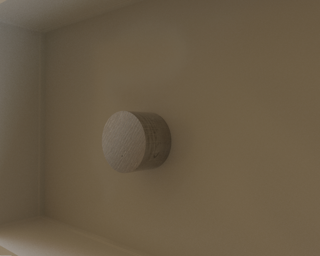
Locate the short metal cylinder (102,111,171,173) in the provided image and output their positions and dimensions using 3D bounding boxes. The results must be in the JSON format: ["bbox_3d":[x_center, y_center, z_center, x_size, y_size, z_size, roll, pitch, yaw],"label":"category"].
[{"bbox_3d":[-0.032,0.018,0.415,0.080,0.050,0.079,0,90,39],"label":"short metal cylinder"}]
